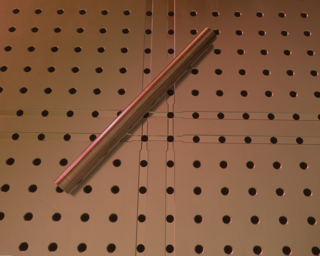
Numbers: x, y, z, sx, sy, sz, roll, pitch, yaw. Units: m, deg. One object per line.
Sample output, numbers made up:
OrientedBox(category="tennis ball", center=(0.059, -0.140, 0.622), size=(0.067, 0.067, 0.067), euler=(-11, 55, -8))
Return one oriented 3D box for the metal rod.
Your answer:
OrientedBox(category="metal rod", center=(-0.024, -0.033, 0.423), size=(0.025, 0.025, 0.301), euler=(39, 74, 13))
